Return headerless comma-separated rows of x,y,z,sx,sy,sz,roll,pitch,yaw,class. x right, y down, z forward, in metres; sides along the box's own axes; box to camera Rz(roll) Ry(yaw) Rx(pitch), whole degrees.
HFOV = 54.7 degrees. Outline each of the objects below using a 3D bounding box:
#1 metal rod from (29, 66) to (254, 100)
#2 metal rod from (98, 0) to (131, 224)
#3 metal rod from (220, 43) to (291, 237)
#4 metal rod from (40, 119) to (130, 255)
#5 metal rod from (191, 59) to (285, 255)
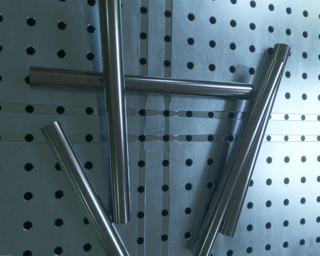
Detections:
-0.008,-0.056,0.410,0.303,0.025,0.025,1,90,-21,metal rod
-0.054,-0.030,0.370,0.025,0.025,0.298,-6,101,-20,metal rod
0.143,0.014,0.467,0.025,0.025,0.299,22,83,-19,metal rod
-0.068,0.129,0.388,0.025,0.025,0.299,-27,99,-18,metal rod
0.113,0.043,0.444,0.025,0.025,0.299,24,86,-19,metal rod
